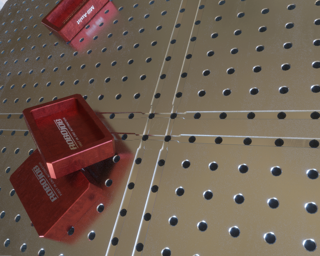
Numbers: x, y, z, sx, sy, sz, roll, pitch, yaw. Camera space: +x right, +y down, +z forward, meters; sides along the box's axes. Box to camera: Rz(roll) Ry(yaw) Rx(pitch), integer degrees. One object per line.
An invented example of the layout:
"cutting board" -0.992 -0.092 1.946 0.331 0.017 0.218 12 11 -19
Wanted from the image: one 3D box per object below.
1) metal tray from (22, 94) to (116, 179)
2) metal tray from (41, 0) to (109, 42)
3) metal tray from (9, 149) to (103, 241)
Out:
"metal tray" -0.132 0.005 0.443 0.091 0.030 0.130 -21 45 -25
"metal tray" -0.178 -0.248 0.652 0.130 0.030 0.090 -49 51 -7
"metal tray" -0.150 0.080 0.436 0.090 0.030 0.130 -47 51 -5
